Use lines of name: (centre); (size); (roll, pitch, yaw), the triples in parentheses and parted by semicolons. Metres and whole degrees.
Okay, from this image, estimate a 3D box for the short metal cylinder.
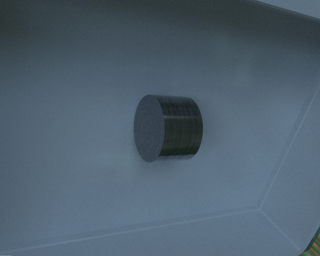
short metal cylinder: (0.008, 0.001, 0.376); (0.050, 0.080, 0.079); (0, 118, -29)
